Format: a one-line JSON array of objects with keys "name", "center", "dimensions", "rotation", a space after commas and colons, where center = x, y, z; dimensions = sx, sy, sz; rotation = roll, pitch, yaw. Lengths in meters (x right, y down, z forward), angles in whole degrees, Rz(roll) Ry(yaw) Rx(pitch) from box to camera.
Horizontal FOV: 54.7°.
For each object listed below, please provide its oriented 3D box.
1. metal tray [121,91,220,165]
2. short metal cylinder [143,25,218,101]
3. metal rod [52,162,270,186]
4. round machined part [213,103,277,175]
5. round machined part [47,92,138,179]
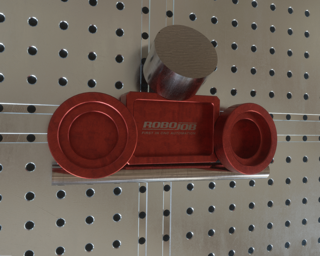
[{"name": "metal tray", "center": [0.015, 0.001, 0.411], "dimensions": [0.131, 0.030, 0.089], "rotation": [1, 90, -21]}, {"name": "short metal cylinder", "center": [0.024, -0.081, 0.389], "dimensions": [0.081, 0.050, 0.080], "rotation": [9, 61, -16]}, {"name": "metal rod", "center": [0.015, 0.059, 0.414], "dimensions": [0.302, 0.025, 0.025], "rotation": [2, 90, -20]}, {"name": "round machined part", "center": [0.114, 0.015, 0.436], "dimensions": [0.099, 0.042, 0.097], "rotation": [1, 88, -28]}, {"name": "round machined part", "center": [-0.078, 0.009, 0.366], "dimensions": [0.099, 0.042, 0.097], "rotation": [1, 87, -12]}]
